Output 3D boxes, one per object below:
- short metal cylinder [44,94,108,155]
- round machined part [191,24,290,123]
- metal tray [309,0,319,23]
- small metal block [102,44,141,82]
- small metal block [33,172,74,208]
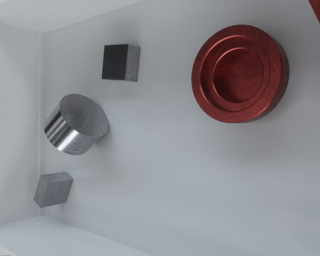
[{"bbox_3d":[-0.127,-0.006,0.473,0.050,0.081,0.080,-42,65,32],"label":"short metal cylinder"},{"bbox_3d":[0.085,-0.054,0.324,0.098,0.042,0.097,0,90,39],"label":"round machined part"},{"bbox_3d":[0.145,-0.063,0.218,0.030,0.131,0.090,-28,73,36],"label":"metal tray"},{"bbox_3d":[-0.057,-0.094,0.452,0.050,0.025,0.050,10,96,39],"label":"small metal block"},{"bbox_3d":[-0.186,0.107,0.540,0.025,0.050,0.050,32,110,35],"label":"small metal block"}]
